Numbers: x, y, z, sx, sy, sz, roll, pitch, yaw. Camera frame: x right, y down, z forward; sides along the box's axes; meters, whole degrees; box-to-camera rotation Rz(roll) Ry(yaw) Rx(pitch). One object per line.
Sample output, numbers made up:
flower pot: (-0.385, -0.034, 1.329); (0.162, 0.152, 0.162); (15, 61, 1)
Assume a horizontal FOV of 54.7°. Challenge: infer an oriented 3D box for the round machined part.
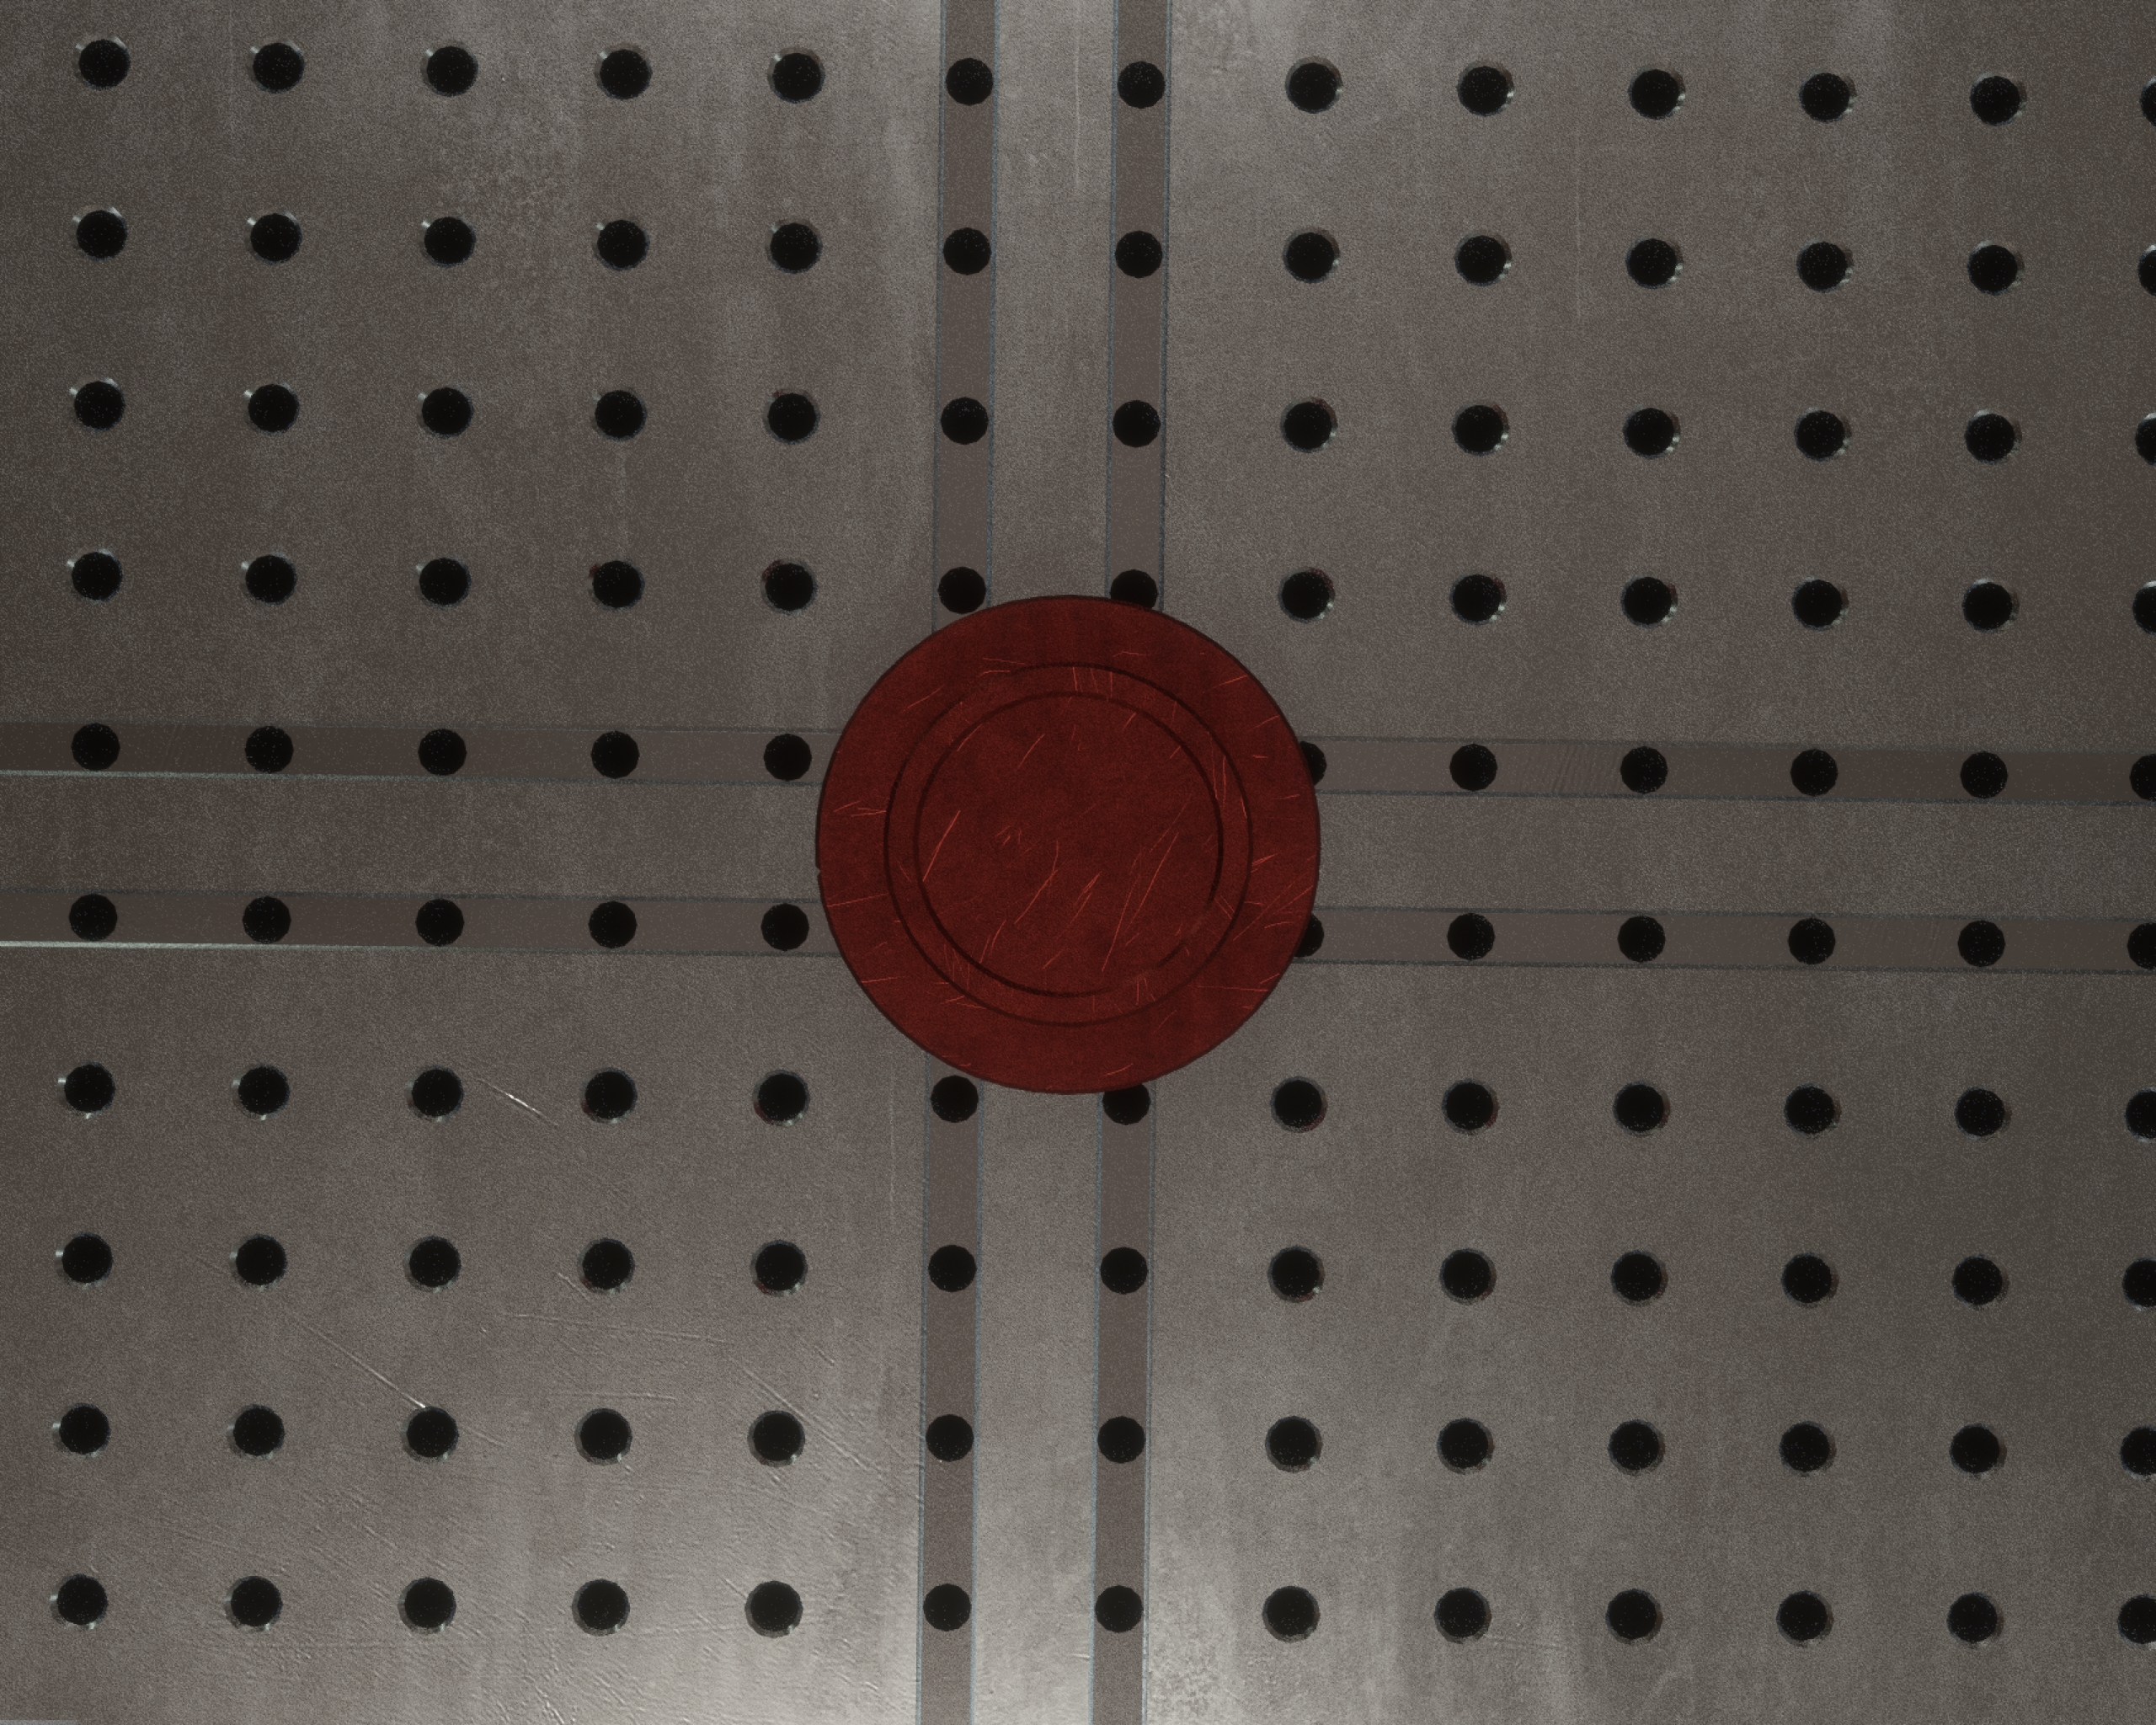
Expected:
round machined part: (-0.002, -0.003, 0.404); (0.099, 0.042, 0.097); (0, 90, -1)
